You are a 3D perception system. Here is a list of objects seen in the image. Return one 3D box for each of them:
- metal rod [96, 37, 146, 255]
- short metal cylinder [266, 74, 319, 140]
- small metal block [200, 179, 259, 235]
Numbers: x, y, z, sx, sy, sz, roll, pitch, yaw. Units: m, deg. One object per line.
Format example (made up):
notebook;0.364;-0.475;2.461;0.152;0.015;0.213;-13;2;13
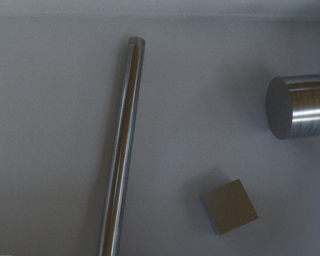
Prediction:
metal rod;-0.047;0.013;0.404;0.025;0.025;0.299;5;70;1
short metal cylinder;0.174;-0.027;0.392;0.050;0.080;0.080;-5;70;-2
small metal block;0.082;0.096;0.376;0.050;0.025;0.050;-21;72;-8
